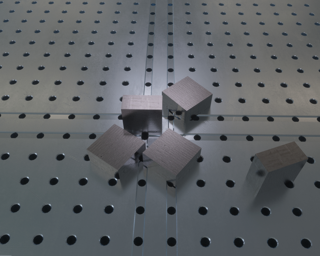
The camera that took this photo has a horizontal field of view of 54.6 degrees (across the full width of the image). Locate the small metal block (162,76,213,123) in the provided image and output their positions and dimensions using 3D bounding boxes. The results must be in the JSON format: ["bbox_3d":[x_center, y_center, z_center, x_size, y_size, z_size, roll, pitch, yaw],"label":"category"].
[{"bbox_3d":[0.038,-0.042,0.443,0.050,0.025,0.050,-33,58,-25],"label":"small metal block"}]

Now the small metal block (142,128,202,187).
[{"bbox_3d":[0.015,0.035,0.379,0.050,0.025,0.050,32,57,24],"label":"small metal block"}]

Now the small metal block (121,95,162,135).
[{"bbox_3d":[-0.022,-0.016,0.405,0.050,0.050,0.025,1,50,1],"label":"small metal block"}]

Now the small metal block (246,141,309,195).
[{"bbox_3d":[0.132,0.046,0.353,0.050,0.050,0.025,-16,52,-13],"label":"small metal block"}]

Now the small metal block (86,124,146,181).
[{"bbox_3d":[-0.053,0.029,0.383,0.050,0.025,0.050,29,56,22],"label":"small metal block"}]
